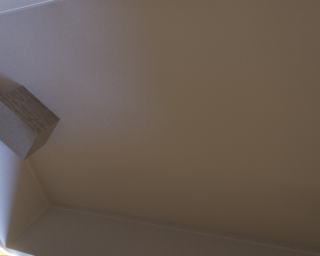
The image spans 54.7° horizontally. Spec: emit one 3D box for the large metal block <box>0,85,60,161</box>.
[{"bbox_3d":[-0.222,-0.007,0.502,0.080,0.050,0.080,43,129,-2],"label":"large metal block"}]

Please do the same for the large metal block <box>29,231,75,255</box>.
[{"bbox_3d":[-0.240,0.293,0.699,0.080,0.050,0.079,18,126,17],"label":"large metal block"}]
